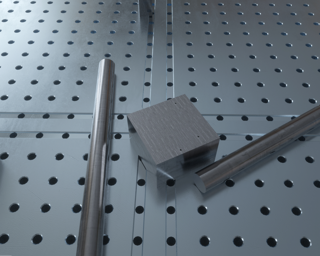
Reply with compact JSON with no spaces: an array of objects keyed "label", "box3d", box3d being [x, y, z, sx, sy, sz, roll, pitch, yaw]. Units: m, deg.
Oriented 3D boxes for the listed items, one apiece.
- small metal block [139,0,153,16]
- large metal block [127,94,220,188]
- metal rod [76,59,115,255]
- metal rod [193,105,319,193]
[{"label":"small metal block","box3d":[-0.030,-0.255,0.605,0.025,0.050,0.050,-5,50,-4]},{"label":"large metal block","box3d":[0.014,0.013,0.380,0.081,0.050,0.080,-21,53,-17]},{"label":"metal rod","box3d":[-0.076,0.015,0.394,0.025,0.025,0.300,-2,50,-2]},{"label":"metal rod","box3d":[0.174,0.003,0.405,0.302,0.025,0.025,-25,55,-20]}]
